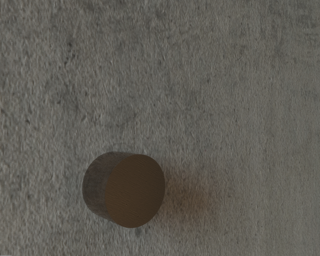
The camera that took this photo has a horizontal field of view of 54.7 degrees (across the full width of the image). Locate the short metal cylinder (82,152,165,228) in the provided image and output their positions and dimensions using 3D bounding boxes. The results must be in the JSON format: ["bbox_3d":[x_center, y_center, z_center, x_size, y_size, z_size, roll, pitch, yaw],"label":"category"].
[{"bbox_3d":[-0.041,0.068,0.356,0.081,0.050,0.079,0,90,-40],"label":"short metal cylinder"}]
